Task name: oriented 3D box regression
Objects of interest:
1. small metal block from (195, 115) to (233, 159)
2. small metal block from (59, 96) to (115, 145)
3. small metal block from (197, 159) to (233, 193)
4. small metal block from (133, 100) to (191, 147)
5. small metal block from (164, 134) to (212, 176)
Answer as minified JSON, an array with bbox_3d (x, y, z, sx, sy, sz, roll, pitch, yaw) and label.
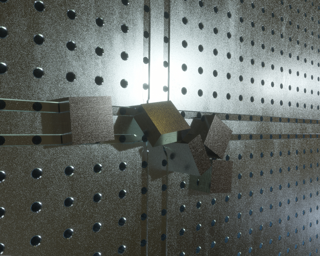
[{"bbox_3d":[0.082,0.014,0.480,0.050,0.025,0.050,38,67,-34],"label":"small metal block"},{"bbox_3d":[-0.081,-0.009,0.343,0.050,0.025,0.050,-7,94,-40],"label":"small metal block"},{"bbox_3d":[0.087,0.075,0.485,0.050,0.025,0.050,9,84,-40],"label":"small metal block"},{"bbox_3d":[0.003,-0.007,0.396,0.050,0.025,0.050,-11,56,-40],"label":"small metal block"},{"bbox_3d":[0.037,0.036,0.426,0.025,0.050,0.050,-36,113,-35],"label":"small metal block"}]
